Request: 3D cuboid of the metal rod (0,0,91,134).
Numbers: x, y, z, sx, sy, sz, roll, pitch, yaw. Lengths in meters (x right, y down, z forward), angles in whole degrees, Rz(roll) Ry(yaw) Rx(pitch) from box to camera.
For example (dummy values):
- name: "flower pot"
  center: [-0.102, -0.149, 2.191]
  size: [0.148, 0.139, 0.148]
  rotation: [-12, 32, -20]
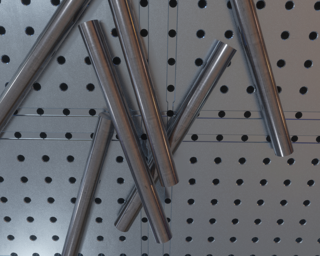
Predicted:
- name: "metal rod"
  center: [-0.169, -0.063, 0.388]
  size: [0.025, 0.025, 0.299]
  rotation: [37, 106, -13]

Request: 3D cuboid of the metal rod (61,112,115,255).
- name: "metal rod"
  center: [-0.114, 0.118, 0.455]
  size: [0.025, 0.025, 0.298]
  rotation: [17, 109, -6]

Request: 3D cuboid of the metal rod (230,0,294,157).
- name: "metal rod"
  center: [0.116, -0.098, 0.378]
  size: [0.025, 0.025, 0.299]
  rotation: [-20, 109, 7]

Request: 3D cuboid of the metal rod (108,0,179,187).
- name: "metal rod"
  center: [-0.025, -0.068, 0.372]
  size: [0.025, 0.025, 0.299]
  rotation: [-14, 104, 5]

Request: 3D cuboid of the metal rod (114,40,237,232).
- name: "metal rod"
  center: [0.013, 0.023, 0.421]
  size: [0.025, 0.025, 0.298]
  rotation: [26, 108, -9]

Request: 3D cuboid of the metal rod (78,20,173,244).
- name: "metal rod"
  center: [-0.040, 0.014, 0.399]
  size: [0.025, 0.025, 0.299]
  rotation: [-17, 102, 6]
